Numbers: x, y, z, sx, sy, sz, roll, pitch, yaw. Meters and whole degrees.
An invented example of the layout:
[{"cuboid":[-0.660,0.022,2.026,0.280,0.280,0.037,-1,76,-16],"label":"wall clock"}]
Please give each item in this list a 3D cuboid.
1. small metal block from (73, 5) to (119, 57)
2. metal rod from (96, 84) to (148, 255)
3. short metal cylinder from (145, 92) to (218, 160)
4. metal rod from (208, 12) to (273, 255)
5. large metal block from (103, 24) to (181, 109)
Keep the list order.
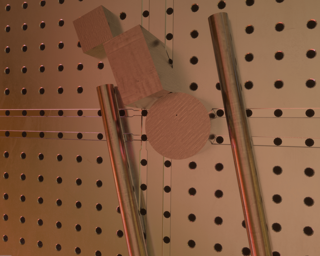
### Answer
[{"cuboid":[-0.090,-0.138,0.443,0.050,0.025,0.050,-22,83,18],"label":"small metal block"},{"cuboid":[-0.047,0.087,0.428,0.025,0.025,0.298,-13,86,19],"label":"metal rod"},{"cuboid":[0.028,-0.003,0.389,0.080,0.050,0.079,0,90,19],"label":"short metal cylinder"},{"cuboid":[0.097,0.008,0.378,0.025,0.025,0.298,-11,86,19],"label":"metal rod"},{"cuboid":[-0.018,-0.071,0.389,0.050,0.080,0.080,-22,83,18],"label":"large metal block"}]
